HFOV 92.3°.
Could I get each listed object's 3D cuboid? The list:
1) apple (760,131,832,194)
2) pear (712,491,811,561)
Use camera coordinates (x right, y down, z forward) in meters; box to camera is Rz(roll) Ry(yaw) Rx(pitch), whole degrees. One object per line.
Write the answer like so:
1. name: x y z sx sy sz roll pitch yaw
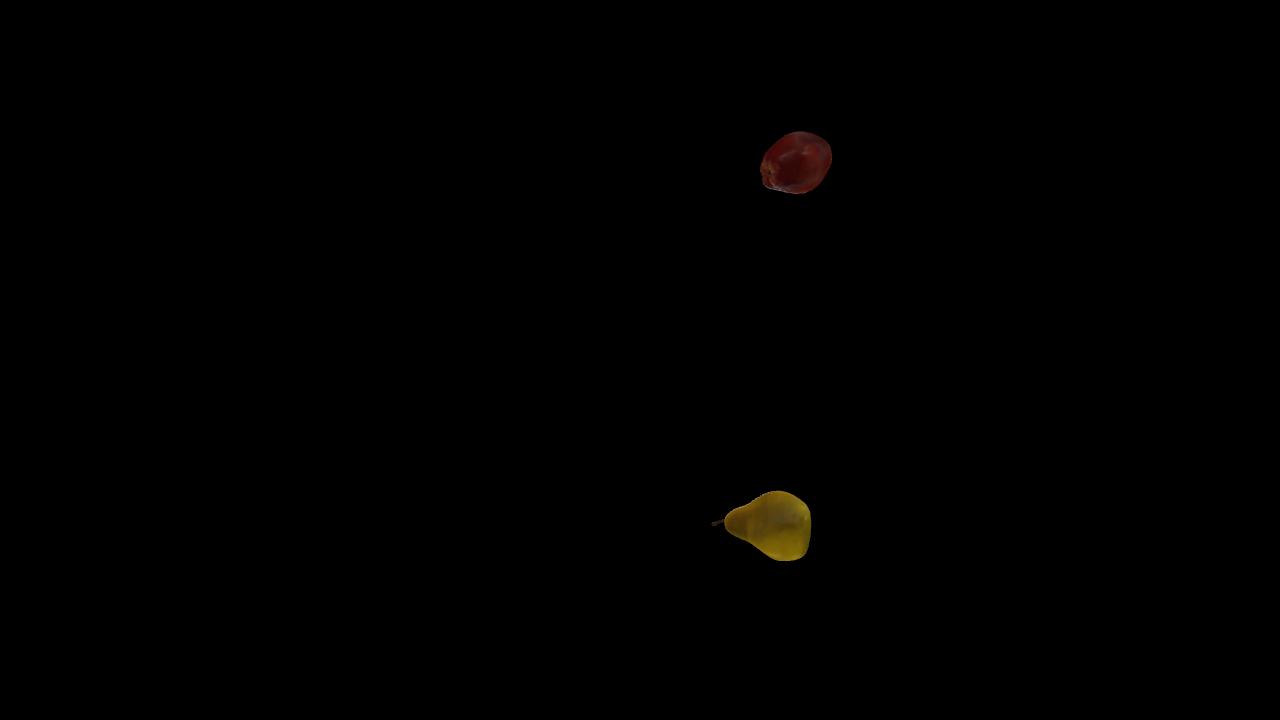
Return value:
1. apple: 0.204 -0.255 0.799 0.093 0.079 0.079 -17 5 -18
2. pear: 0.132 0.180 0.682 0.111 0.080 0.080 5 2 20
